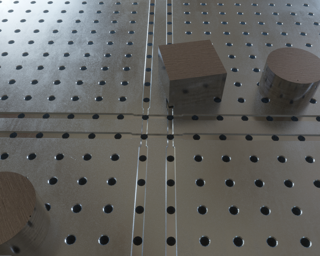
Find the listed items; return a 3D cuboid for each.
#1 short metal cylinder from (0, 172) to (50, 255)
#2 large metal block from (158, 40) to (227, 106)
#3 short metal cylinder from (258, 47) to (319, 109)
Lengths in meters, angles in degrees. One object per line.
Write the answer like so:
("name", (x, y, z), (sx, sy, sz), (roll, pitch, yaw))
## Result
("short metal cylinder", (-0.160, 0.091, 0.313), (0.080, 0.050, 0.080), (0, 50, 0))
("large metal block", (0.045, -0.083, 0.461), (0.081, 0.050, 0.080), (-9, 51, -7))
("short metal cylinder", (0.191, -0.074, 0.454), (0.081, 0.050, 0.080), (0, 50, 0))
